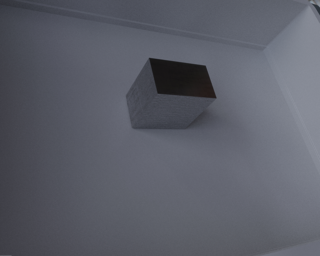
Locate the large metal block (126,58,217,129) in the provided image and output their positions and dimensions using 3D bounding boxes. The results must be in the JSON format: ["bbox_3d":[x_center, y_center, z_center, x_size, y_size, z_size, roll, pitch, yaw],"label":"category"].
[{"bbox_3d":[0.011,-0.040,0.397,0.081,0.080,0.050,1,61,-28],"label":"large metal block"}]
